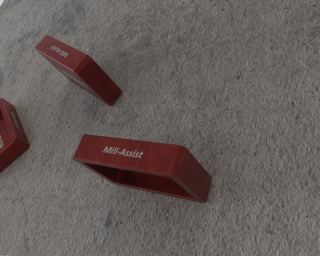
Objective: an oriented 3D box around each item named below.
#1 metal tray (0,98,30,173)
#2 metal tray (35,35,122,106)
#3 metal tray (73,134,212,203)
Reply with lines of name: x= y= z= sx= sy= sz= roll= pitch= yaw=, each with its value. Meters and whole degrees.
metal tray: x=-0.287 y=0.016 z=0.541 sx=0.090 sy=0.030 sz=0.130 roll=-41 pitch=51 yaw=0
metal tray: x=-0.128 y=-0.091 z=0.484 sx=0.130 sy=0.090 sz=0.030 roll=31 pitch=80 yaw=38
metal tray: x=-0.019 y=0.045 z=0.344 sx=0.130 sy=0.090 sz=0.030 roll=5 pitch=64 yaw=30
